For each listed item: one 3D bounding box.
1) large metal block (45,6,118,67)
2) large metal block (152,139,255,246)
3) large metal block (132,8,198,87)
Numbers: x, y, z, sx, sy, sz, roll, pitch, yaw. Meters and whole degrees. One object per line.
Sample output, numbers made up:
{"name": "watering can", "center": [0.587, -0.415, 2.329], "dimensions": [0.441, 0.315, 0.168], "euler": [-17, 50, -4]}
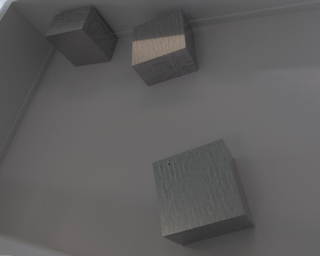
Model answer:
{"name": "large metal block", "center": [-0.134, -0.155, 0.536], "dimensions": [0.080, 0.080, 0.050], "euler": [-1, 61, 27]}
{"name": "large metal block", "center": [0.044, 0.069, 0.325], "dimensions": [0.080, 0.050, 0.080], "euler": [-21, 54, 16]}
{"name": "large metal block", "center": [0.007, -0.118, 0.459], "dimensions": [0.080, 0.050, 0.080], "euler": [-15, 56, 20]}
